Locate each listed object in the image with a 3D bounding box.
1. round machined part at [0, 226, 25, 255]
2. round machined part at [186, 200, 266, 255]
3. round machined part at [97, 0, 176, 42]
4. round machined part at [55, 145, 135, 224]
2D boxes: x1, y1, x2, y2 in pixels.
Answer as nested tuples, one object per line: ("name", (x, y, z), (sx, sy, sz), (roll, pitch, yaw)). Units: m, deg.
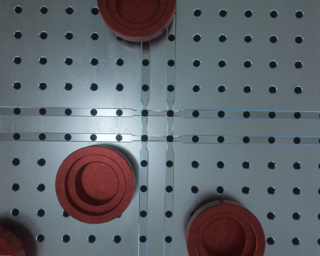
("round machined part", (-0.223, 0.174, 0.404), (0.099, 0.042, 0.097), (0, 90, 0))
("round machined part", (0.083, 0.143, 0.405), (0.099, 0.042, 0.097), (0, 90, 0))
("round machined part", (-0.029, -0.161, 0.405), (0.099, 0.042, 0.097), (0, 90, 0))
("round machined part", (-0.081, 0.071, 0.404), (0.099, 0.042, 0.097), (0, 90, 0))
